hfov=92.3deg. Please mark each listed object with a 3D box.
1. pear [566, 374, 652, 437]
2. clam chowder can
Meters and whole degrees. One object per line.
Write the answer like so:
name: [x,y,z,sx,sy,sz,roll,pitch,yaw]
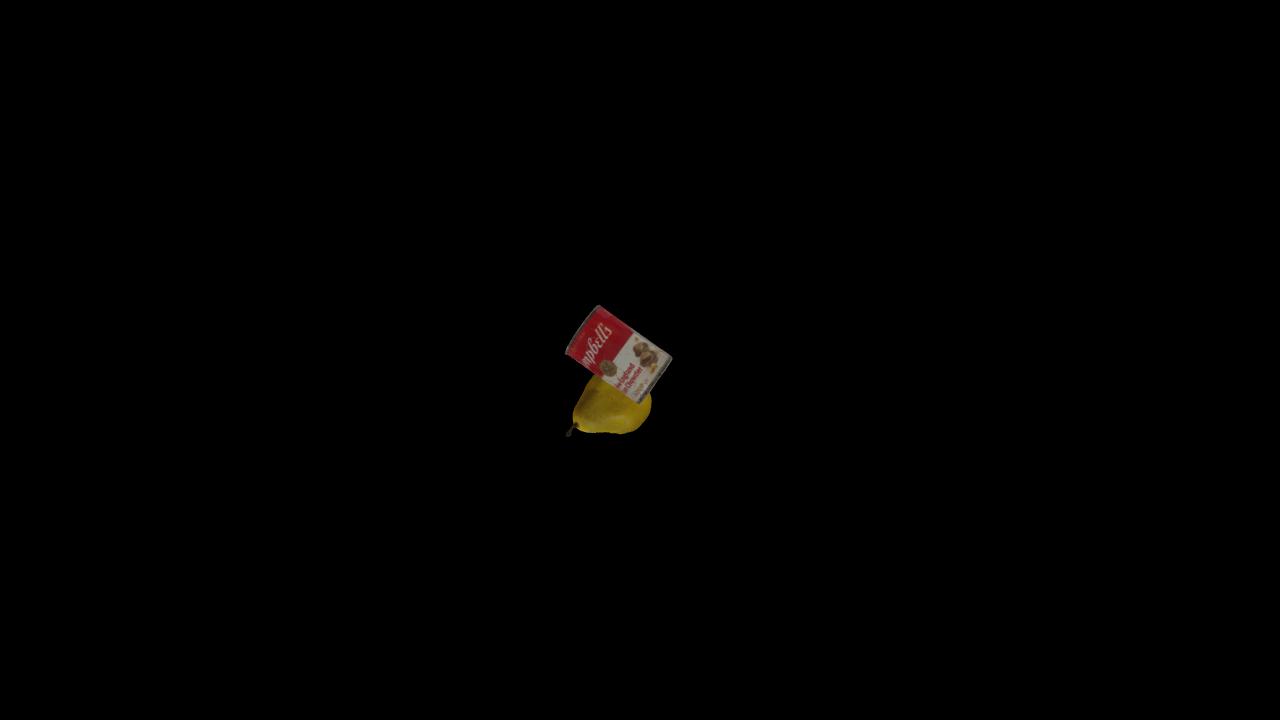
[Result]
pear: [-0.045,0.052,0.698,0.111,0.080,0.080,-18,10,-31]
clam chowder can: [-0.023,-0.005,0.685,0.102,0.068,0.068,35,0,0]
